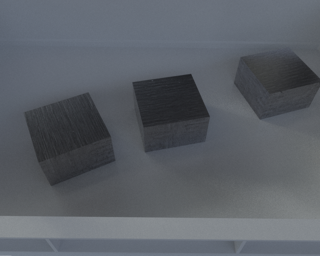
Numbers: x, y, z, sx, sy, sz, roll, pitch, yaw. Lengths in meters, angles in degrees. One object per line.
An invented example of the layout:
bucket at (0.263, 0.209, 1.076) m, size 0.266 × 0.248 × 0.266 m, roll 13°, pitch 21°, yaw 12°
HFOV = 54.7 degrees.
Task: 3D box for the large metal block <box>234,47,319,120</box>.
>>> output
large metal block at (0.166, -0.066, 0.446) m, size 0.081 × 0.050 × 0.080 m, roll -14°, pitch 52°, yaw -12°

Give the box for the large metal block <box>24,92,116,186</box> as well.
large metal block at (-0.109, 0.011, 0.378) m, size 0.081 × 0.050 × 0.080 m, roll -21°, pitch 53°, yaw -17°

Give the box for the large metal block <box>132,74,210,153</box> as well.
large metal block at (0.012, -0.021, 0.407) m, size 0.081 × 0.050 × 0.080 m, roll -9°, pitch 51°, yaw -8°
